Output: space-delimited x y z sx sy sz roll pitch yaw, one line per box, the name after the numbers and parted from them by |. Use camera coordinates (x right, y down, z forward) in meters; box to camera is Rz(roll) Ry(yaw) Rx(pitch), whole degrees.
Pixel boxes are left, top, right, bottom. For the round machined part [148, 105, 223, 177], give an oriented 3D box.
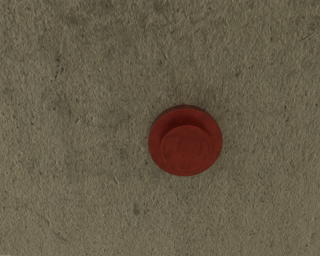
0.034 0.022 0.409 0.099 0.042 0.097 0 110 0 | round machined part
